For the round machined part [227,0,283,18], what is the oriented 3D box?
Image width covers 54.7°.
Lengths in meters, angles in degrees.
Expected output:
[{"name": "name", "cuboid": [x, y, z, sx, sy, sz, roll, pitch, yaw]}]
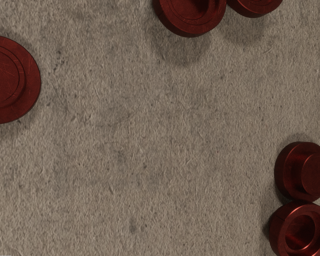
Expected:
[{"name": "round machined part", "cuboid": [0.130, -0.208, 0.449, 0.099, 0.042, 0.097, 0, 90, -21]}]

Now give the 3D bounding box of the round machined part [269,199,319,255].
[{"name": "round machined part", "cuboid": [0.208, 0.156, 0.475, 0.099, 0.042, 0.097, -3, 98, -18]}]

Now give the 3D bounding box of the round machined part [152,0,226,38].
[{"name": "round machined part", "cuboid": [0.035, -0.169, 0.414, 0.099, 0.042, 0.097, 0, 90, -21]}]

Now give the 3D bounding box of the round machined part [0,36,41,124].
[{"name": "round machined part", "cuboid": [-0.181, -0.052, 0.333, 0.099, 0.042, 0.097, 0, 90, -21]}]

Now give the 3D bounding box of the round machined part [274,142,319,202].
[{"name": "round machined part", "cuboid": [0.235, 0.071, 0.489, 0.099, 0.042, 0.097, 0, 90, -21]}]
